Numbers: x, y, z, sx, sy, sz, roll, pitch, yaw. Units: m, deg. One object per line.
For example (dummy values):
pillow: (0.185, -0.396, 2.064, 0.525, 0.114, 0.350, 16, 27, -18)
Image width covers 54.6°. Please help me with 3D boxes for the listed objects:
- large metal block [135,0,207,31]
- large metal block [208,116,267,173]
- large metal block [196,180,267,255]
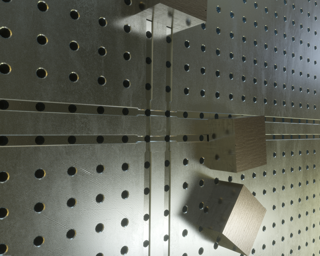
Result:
large metal block: (0.017, -0.183, 0.405, 0.081, 0.050, 0.080, 4, 87, -40)
large metal block: (0.125, 0.023, 0.496, 0.081, 0.050, 0.080, -6, 94, -40)
large metal block: (0.114, 0.140, 0.488, 0.080, 0.050, 0.080, 46, 63, -30)
